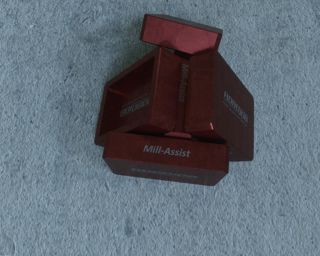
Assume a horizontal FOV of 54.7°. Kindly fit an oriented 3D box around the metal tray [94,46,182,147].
[{"bbox_3d":[-0.030,-0.029,0.368,0.030,0.130,0.090,20,66,-32],"label":"metal tray"}]

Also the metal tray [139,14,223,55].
[{"bbox_3d":[0.034,-0.123,0.406,0.090,0.130,0.030,17,112,5],"label":"metal tray"}]

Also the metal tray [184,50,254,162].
[{"bbox_3d":[0.076,-0.019,0.364,0.030,0.130,0.090,-7,67,33],"label":"metal tray"}]

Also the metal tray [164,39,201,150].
[{"bbox_3d":[0.026,-0.036,0.388,0.030,0.090,0.130,7,70,2],"label":"metal tray"}]

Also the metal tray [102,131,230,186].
[{"bbox_3d":[0.007,0.039,0.360,0.131,0.090,0.030,7,70,2],"label":"metal tray"}]
